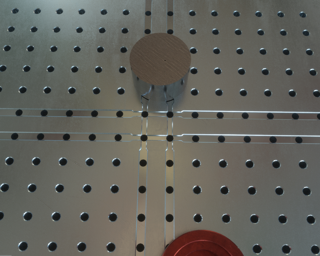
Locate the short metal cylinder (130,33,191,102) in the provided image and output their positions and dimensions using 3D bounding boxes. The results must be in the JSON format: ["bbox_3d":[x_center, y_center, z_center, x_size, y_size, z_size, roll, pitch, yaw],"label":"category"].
[{"bbox_3d":[0.001,-0.083,0.429,0.081,0.050,0.080,0,70,0],"label":"short metal cylinder"}]

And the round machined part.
[{"bbox_3d":[0.046,0.164,0.343,0.099,0.042,0.098,0,70,0],"label":"round machined part"}]
